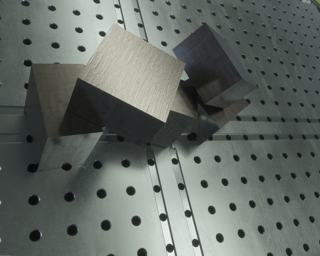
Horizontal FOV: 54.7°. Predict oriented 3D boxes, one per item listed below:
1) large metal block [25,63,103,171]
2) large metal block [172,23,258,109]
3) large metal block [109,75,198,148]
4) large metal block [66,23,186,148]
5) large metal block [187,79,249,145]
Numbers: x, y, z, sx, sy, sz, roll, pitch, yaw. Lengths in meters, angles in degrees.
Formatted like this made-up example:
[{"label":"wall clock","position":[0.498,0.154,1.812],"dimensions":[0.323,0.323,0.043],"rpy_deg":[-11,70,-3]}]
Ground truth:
[{"label":"large metal block","position":[-0.104,-0.010,0.323],"dimensions":[0.050,0.080,0.080],"rpy_deg":[-6,65,-31]},{"label":"large metal block","position":[0.071,-0.074,0.389],"dimensions":[0.080,0.050,0.080],"rpy_deg":[1,57,-61]},{"label":"large metal block","position":[-0.009,-0.024,0.383],"dimensions":[0.081,0.080,0.050],"rpy_deg":[17,55,-19]},{"label":"large metal block","position":[-0.030,-0.041,0.298],"dimensions":[0.080,0.050,0.080],"rpy_deg":[27,52,-11]},{"label":"large metal block","position":[0.069,-0.036,0.453],"dimensions":[0.081,0.050,0.080],"rpy_deg":[-35,81,-39]}]
